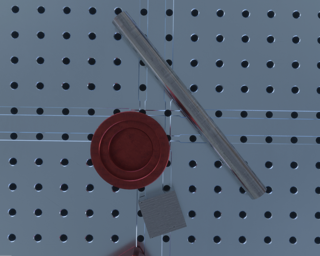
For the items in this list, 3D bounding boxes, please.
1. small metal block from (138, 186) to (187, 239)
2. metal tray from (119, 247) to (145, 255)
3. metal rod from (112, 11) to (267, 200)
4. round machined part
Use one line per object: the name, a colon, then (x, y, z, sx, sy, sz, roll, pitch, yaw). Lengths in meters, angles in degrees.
small metal block: (0.003, 0.112, 0.414, 0.050, 0.025, 0.050, -18, 90, -1)
metal tray: (-0.062, 0.232, 0.410, 0.130, 0.030, 0.090, -31, 90, -1)
metal rod: (0.039, -0.030, 0.413, 0.025, 0.025, 0.300, -38, 91, 0)
round machined part: (-0.037, 0.028, 0.404, 0.099, 0.042, 0.097, 0, 90, -1)
